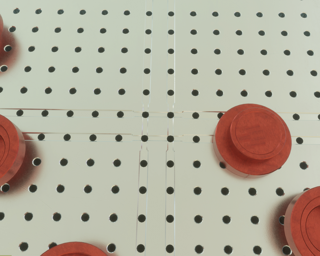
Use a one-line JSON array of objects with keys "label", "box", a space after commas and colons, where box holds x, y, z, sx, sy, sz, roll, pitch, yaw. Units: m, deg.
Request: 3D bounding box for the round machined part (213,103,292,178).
[{"label": "round machined part", "box": [0.121, 0.013, 0.399, 0.099, 0.042, 0.098, 0, 70, 0]}]

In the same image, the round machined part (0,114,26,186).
[{"label": "round machined part", "box": [-0.219, 0.032, 0.390, 0.099, 0.042, 0.098, 0, 70, 0]}]

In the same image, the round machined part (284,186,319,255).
[{"label": "round machined part", "box": [0.193, 0.119, 0.360, 0.099, 0.042, 0.098, 0, 70, 0]}]

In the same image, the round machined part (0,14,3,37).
[{"label": "round machined part", "box": [-0.279, -0.144, 0.454, 0.099, 0.042, 0.098, 0, 70, 0]}]

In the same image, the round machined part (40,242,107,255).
[{"label": "round machined part", "box": [-0.095, 0.175, 0.327, 0.099, 0.042, 0.098, 9, 56, -13]}]
